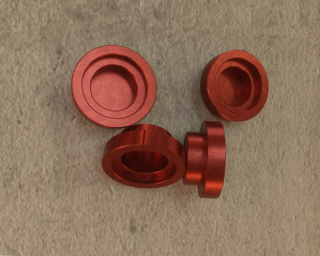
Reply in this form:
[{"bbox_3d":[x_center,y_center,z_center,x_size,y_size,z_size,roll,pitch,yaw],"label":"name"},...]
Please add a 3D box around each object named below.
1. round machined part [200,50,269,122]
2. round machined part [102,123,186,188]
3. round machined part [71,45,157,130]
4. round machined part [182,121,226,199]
[{"bbox_3d":[0.100,-0.057,0.438,0.099,0.042,0.097,0,90,-21],"label":"round machined part"},{"bbox_3d":[-0.018,0.031,0.375,0.099,0.097,0.042,19,49,-20],"label":"round machined part"},{"bbox_3d":[-0.057,-0.047,0.376,0.099,0.042,0.097,2,84,-17],"label":"round machined part"},{"bbox_3d":[0.052,0.039,0.394,0.042,0.098,0.097,3,89,0],"label":"round machined part"}]
